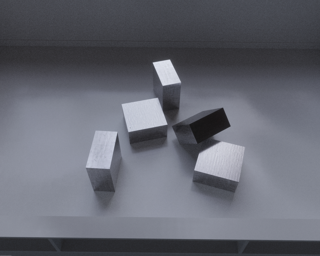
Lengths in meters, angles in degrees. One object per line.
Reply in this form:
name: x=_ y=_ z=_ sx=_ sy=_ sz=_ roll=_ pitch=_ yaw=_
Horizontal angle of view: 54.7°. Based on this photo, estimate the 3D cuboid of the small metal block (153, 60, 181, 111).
small metal block: x=0.009 y=-0.060 z=0.439 sx=0.025 sy=0.050 sz=0.050 roll=-12 pitch=51 yaw=-10

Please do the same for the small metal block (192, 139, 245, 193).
small metal block: x=0.070 y=0.043 z=0.369 sx=0.050 sy=0.025 sz=0.050 roll=14 pitch=51 yaw=11

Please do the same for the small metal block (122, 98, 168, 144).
small metal block: x=-0.021 y=-0.010 z=0.413 sx=0.050 sy=0.025 sz=0.050 roll=-11 pitch=51 yaw=-9

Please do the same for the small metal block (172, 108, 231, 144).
small metal block: x=0.051 y=-0.002 z=0.388 sx=0.050 sy=0.050 sz=0.025 roll=-26 pitch=97 yaw=-20

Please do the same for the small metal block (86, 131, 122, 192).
small metal block: x=-0.063 y=0.039 z=0.356 sx=0.025 sy=0.050 sz=0.050 roll=3 pitch=50 yaw=3
